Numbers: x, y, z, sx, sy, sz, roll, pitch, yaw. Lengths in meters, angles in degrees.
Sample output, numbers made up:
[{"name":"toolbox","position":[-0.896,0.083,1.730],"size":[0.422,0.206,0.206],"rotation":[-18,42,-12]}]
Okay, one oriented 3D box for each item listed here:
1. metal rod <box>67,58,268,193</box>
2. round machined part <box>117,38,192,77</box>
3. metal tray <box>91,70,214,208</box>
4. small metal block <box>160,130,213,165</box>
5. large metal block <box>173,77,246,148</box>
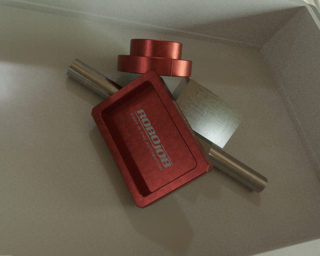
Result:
[{"name":"metal rod","position":[0.015,0.001,0.413],"size":[0.301,0.025,0.025],"rotation":[32,51,-8]},{"name":"round machined part","position":[-0.006,-0.093,0.410],"size":[0.099,0.098,0.042],"rotation":[-2,103,-30]},{"name":"metal tray","position":[-0.011,0.012,0.352],"size":[0.130,0.090,0.030],"rotation":[61,13,15]},{"name":"small metal block","position":[0.030,0.024,0.390],"size":[0.050,0.050,0.025],"rotation":[33,51,-7]},{"name":"large metal block","position":[0.055,-0.024,0.409],"size":[0.080,0.050,0.080],"rotation":[32,9,-8]}]
